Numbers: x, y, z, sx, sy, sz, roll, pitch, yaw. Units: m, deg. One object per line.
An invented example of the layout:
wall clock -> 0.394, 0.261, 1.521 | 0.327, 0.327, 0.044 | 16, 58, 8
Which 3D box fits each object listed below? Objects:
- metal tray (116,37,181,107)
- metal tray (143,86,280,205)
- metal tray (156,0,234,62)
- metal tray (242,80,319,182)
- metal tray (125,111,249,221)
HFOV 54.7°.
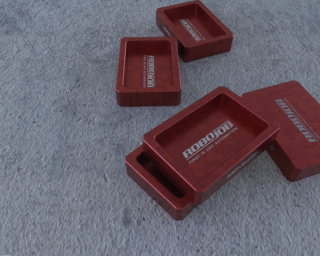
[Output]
metal tray -> -0.017, -0.090, 0.474 | 0.091, 0.030, 0.130 | -1, 50, -1
metal tray -> 0.057, 0.013, 0.349 | 0.131, 0.030, 0.090 | -33, 58, -25
metal tray -> 0.058, -0.175, 0.546 | 0.091, 0.030, 0.130 | -18, 52, -15
metal tray -> 0.173, -0.002, 0.403 | 0.091, 0.030, 0.130 | -15, 52, -13
metal tray -> 0.036, 0.034, 0.370 | 0.131, 0.030, 0.090 | -36, 59, -27
